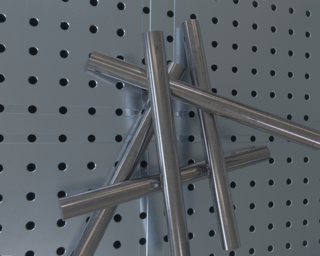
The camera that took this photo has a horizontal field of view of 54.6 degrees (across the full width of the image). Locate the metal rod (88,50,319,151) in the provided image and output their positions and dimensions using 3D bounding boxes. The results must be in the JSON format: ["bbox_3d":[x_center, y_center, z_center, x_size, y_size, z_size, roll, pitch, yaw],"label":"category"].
[{"bbox_3d":[0.058,-0.034,0.385,0.301,0.025,0.025,20,83,-1],"label":"metal rod"}]

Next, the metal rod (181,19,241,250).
[{"bbox_3d":[0.065,0.002,0.406,0.025,0.025,0.299,-6,81,-20],"label":"metal rod"}]

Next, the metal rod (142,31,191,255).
[{"bbox_3d":[0.010,0.040,0.366,0.025,0.025,0.298,-9,95,-20],"label":"metal rod"}]

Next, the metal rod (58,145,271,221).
[{"bbox_3d":[0.025,0.063,0.403,0.302,0.025,0.025,-11,94,-26],"label":"metal rod"}]

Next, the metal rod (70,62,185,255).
[{"bbox_3d":[-0.043,0.050,0.396,0.025,0.025,0.299,29,80,-18],"label":"metal rod"}]
